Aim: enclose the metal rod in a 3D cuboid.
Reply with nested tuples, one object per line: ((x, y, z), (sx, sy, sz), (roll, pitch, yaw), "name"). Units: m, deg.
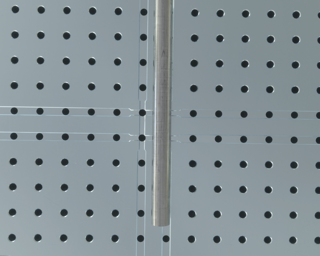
((0.003, -0.021, 0.413), (0.025, 0.025, 0.298), (1, 90, -1), "metal rod")
